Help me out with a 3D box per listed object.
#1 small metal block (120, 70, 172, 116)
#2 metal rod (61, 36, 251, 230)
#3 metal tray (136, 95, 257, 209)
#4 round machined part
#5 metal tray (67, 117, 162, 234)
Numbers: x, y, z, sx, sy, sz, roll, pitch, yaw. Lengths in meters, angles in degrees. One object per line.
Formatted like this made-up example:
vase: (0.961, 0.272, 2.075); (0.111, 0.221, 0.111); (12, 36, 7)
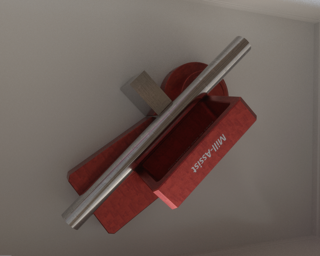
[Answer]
small metal block: (-0.019, -0.042, 0.390); (0.025, 0.050, 0.050); (-47, 105, -14)
metal rod: (0.003, -0.002, 0.370); (0.300, 0.025, 0.025); (-46, 105, -10)
metal tray: (0.035, 0.020, 0.348); (0.130, 0.090, 0.030); (-46, 108, -8)
round machined part: (0.052, -0.041, 0.420); (0.099, 0.042, 0.097); (0, 90, -21)
metal tray: (-0.038, 0.056, 0.393); (0.131, 0.030, 0.090); (-37, 102, -17)
